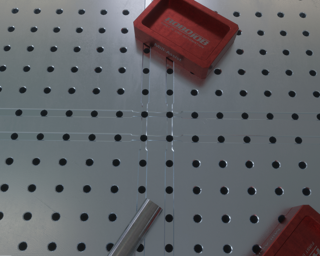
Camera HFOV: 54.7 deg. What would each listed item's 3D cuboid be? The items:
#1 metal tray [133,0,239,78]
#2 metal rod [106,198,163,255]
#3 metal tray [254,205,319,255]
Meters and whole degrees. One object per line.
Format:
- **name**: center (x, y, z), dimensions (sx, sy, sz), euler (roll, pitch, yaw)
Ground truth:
- **metal tray**: center (0.038, -0.144, 0.461), dimensions (0.130, 0.030, 0.090), euler (34, 73, 11)
- **metal rod**: center (-0.091, 0.209, 0.334), dimensions (0.025, 0.025, 0.300), euler (33, 73, 11)
- **metal tray**: center (0.157, 0.164, 0.350), dimensions (0.090, 0.030, 0.130), euler (42, 75, 14)
